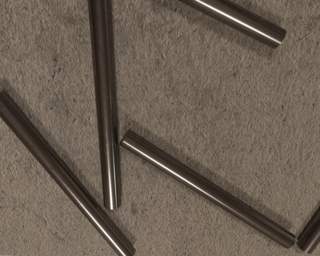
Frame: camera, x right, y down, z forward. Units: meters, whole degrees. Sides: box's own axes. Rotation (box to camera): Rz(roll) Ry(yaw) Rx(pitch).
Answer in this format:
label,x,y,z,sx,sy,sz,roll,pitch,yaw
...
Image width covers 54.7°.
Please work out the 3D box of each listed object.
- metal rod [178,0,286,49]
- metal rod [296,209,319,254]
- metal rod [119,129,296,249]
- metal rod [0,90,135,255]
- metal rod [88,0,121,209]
label,x,y,z,sx,sy,sz,roll,pitch,yaw
metal rod,0.007,-0.166,0.348,0.302,0.025,0.025,23,108,-9
metal rod,0.282,0.057,0.434,0.025,0.025,0.298,21,108,-8
metal rod,0.076,0.093,0.445,0.301,0.025,0.025,33,107,-12
metal rod,-0.128,0.078,0.436,0.025,0.025,0.299,-31,108,10
metal rod,-0.069,-0.029,0.398,0.025,0.025,0.298,0,110,0
